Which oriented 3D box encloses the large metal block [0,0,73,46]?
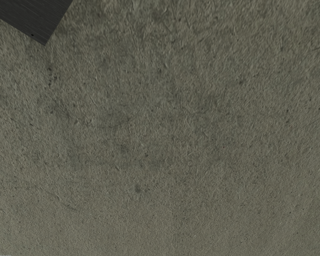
[{"bbox_3d":[-0.115,-0.136,0.274,0.080,0.050,0.080,31,123,-24],"label":"large metal block"}]
